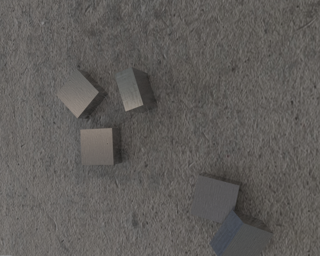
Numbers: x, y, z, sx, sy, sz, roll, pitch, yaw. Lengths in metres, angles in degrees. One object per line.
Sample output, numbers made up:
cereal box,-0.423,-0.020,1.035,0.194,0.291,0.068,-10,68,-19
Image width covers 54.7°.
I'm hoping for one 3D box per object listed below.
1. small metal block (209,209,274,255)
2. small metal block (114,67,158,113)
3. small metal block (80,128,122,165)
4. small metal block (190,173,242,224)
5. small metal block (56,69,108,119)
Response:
small metal block,0.095,0.129,0.361,0.050,0.025,0.050,25,101,-26
small metal block,-0.030,-0.048,0.406,0.025,0.050,0.050,-19,84,19
small metal block,-0.083,0.026,0.438,0.050,0.025,0.050,-3,89,20
small metal block,0.070,0.087,0.384,0.050,0.025,0.050,12,94,19
small metal block,-0.113,-0.049,0.449,0.050,0.025,0.050,46,104,14
